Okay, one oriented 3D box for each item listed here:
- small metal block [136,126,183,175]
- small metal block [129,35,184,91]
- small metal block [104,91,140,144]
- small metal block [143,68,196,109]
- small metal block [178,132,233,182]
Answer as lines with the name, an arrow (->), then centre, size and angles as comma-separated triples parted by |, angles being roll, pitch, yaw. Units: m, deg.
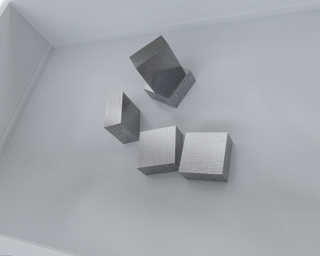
small metal block -> 0.001, 0.029, 0.387 | 0.050, 0.025, 0.050 | -10, 57, 22
small metal block -> -0.004, -0.085, 0.411 | 0.050, 0.050, 0.025 | -33, 52, 6
small metal block -> -0.050, -0.013, 0.422 | 0.025, 0.050, 0.050 | -14, 56, 20
small metal block -> 0.013, -0.061, 0.435 | 0.050, 0.025, 0.050 | 26, 76, 36
small metal block -> 0.053, 0.033, 0.357 | 0.050, 0.025, 0.050 | -1, 61, 27
